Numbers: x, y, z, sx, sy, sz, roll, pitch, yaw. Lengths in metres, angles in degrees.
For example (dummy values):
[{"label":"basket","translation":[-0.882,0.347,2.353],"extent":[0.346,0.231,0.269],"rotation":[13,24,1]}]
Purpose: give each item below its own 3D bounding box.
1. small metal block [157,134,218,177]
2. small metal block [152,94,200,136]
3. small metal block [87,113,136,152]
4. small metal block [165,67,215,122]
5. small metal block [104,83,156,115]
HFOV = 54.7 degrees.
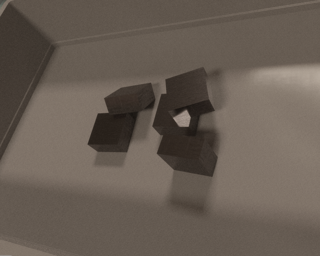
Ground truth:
[{"label":"small metal block","translation":[0.032,0.031,0.353],"extent":[0.050,0.050,0.025],"rotation":[6,65,30]},{"label":"small metal block","translation":[0.023,-0.018,0.403],"extent":[0.050,0.025,0.050],"rotation":[1,62,28]},{"label":"small metal block","translation":[-0.067,0.006,0.436],"extent":[0.050,0.025,0.050],"rotation":[-1,61,27]},{"label":"small metal block","translation":[0.036,-0.041,0.379],"extent":[0.050,0.025,0.050],"rotation":[-16,55,18]},{"label":"small metal block","translation":[-0.041,-0.041,0.435],"extent":[0.050,0.025,0.050],"rotation":[-6,21,25]}]
